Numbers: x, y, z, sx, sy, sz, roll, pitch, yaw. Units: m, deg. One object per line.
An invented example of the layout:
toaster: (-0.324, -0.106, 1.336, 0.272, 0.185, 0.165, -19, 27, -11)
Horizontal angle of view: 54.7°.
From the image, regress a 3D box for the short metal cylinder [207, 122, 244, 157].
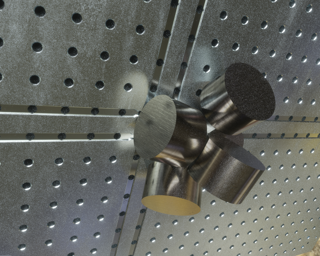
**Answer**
short metal cylinder: (0.072, 0.020, 0.445, 0.081, 0.050, 0.079, -13, 123, -21)

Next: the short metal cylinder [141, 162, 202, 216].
short metal cylinder: (0.018, 0.084, 0.430, 0.080, 0.050, 0.080, 8, 149, 5)

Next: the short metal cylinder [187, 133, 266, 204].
short metal cylinder: (0.081, 0.048, 0.384, 0.081, 0.080, 0.050, 19, 108, -36)

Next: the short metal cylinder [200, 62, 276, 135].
short metal cylinder: (0.100, -0.036, 0.398, 0.081, 0.080, 0.050, 2, 157, -29)

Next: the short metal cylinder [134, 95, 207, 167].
short metal cylinder: (0.011, 0.005, 0.384, 0.050, 0.080, 0.080, 20, 107, -36)
